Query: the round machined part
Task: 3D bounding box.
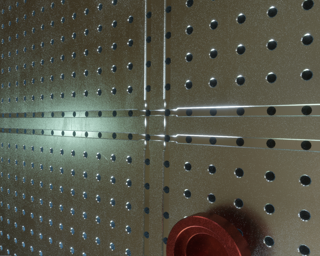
[{"bbox_3d":[0.058,0.144,0.349,0.098,0.042,0.097,0,90,39],"label":"round machined part"}]
